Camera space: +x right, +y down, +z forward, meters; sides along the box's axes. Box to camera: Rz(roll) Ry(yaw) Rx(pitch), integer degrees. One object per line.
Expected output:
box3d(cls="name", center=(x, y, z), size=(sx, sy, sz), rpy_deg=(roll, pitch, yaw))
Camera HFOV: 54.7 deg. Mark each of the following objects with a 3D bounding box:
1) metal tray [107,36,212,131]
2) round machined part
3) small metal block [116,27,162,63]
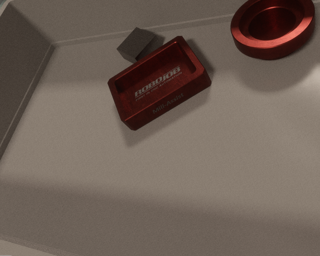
box3d(cls="metal tray", center=(-0.004, -0.065, 0.443), size=(0.130, 0.030, 0.090), rpy_deg=(-31, 52, 8))
box3d(cls="round machined part", center=(0.144, -0.126, 0.396), size=(0.098, 0.042, 0.098), rpy_deg=(-13, 56, 20))
box3d(cls="small metal block", center=(-0.034, -0.131, 0.502), size=(0.050, 0.025, 0.050), rpy_deg=(34, 81, 38))
